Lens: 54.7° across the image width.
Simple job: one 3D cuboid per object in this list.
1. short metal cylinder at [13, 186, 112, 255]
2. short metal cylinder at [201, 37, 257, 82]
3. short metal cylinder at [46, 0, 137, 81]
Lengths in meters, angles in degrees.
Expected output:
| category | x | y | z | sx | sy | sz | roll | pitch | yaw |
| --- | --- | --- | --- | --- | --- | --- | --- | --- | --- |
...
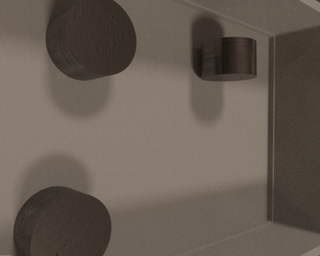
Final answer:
| category | x | y | z | sx | sy | sz | roll | pitch | yaw |
| --- | --- | --- | --- | --- | --- | --- | --- | --- | --- |
| short metal cylinder | -0.097 | 0.102 | 0.311 | 0.081 | 0.050 | 0.079 | 0 | 90 | -40 |
| short metal cylinder | 0.101 | -0.099 | 0.458 | 0.081 | 0.080 | 0.050 | -2 | 91 | -40 |
| short metal cylinder | -0.073 | -0.093 | 0.331 | 0.081 | 0.050 | 0.079 | 0 | 90 | -40 |
